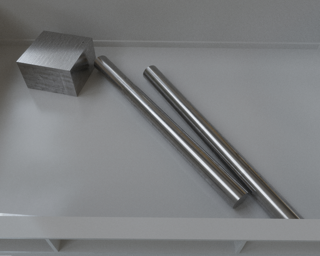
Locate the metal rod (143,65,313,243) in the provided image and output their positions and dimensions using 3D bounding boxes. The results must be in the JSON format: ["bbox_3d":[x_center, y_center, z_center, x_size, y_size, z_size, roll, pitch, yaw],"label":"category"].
[{"bbox_3d":[0.065,0.012,0.396,0.025,0.025,0.300,-26,55,-20],"label":"metal rod"}]

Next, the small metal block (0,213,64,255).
[{"bbox_3d":[-0.126,0.106,0.298,0.050,0.050,0.025,3,50,2],"label":"small metal block"}]

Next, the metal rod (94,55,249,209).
[{"bbox_3d":[-0.002,-0.012,0.415,0.025,0.025,0.300,-30,57,-23],"label":"metal rod"}]

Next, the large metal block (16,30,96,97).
[{"bbox_3d":[-0.152,-0.099,0.470,0.080,0.050,0.080,11,51,8],"label":"large metal block"}]
